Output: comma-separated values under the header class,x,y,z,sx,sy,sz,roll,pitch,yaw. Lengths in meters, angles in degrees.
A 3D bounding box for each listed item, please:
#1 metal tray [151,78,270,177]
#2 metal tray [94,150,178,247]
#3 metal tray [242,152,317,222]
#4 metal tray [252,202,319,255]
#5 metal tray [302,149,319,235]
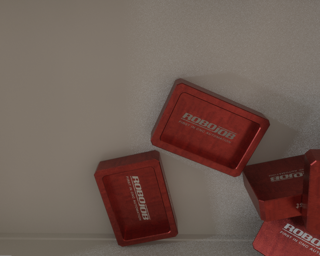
class,x,y,z,sx,sy,sz,roll,pitch,yaw
metal tray,0.064,0.001,0.409,0.131,0.030,0.089,22,109,-8
metal tray,-0.031,0.103,0.446,0.090,0.030,0.129,-12,110,4
metal tray,0.183,0.071,0.404,0.131,0.090,0.030,-12,110,4
metal tray,0.200,0.152,0.403,0.030,0.130,0.090,39,79,-47
metal tray,0.223,0.069,0.324,0.130,0.030,0.089,-1,109,14
